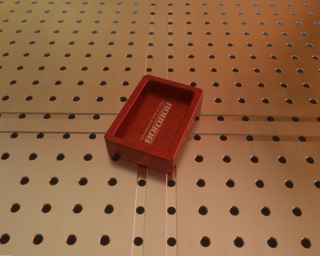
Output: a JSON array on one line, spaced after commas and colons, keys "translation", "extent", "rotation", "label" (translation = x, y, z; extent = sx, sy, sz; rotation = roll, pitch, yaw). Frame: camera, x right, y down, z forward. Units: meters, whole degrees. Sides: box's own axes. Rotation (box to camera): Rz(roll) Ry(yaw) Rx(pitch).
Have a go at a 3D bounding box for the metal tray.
[{"translation": [-0.004, -0.011, 0.414], "extent": [0.090, 0.030, 0.130], "rotation": [17, 52, 13], "label": "metal tray"}]
